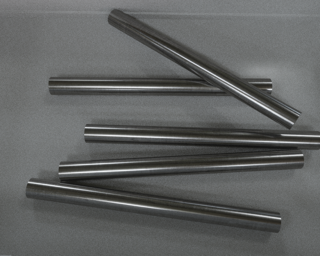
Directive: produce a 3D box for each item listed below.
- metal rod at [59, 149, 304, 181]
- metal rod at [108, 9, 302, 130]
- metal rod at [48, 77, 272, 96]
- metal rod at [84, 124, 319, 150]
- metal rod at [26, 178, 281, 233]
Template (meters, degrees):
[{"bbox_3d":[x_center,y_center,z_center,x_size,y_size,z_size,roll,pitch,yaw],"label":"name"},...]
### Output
[{"bbox_3d":[0.027,0.047,0.392,0.302,0.025,0.025,-3,70,-1],"label":"metal rod"},{"bbox_3d":[0.046,-0.088,0.419,0.300,0.025,0.025,35,74,20],"label":"metal rod"},{"bbox_3d":[0.001,-0.057,0.430,0.302,0.025,0.025,0,70,0],"label":"metal rod"},{"bbox_3d":[0.055,0.012,0.405,0.302,0.025,0.025,2,70,0],"label":"metal rod"},{"bbox_3d":[-0.010,0.093,0.375,0.302,0.025,0.025,7,70,2],"label":"metal rod"}]
